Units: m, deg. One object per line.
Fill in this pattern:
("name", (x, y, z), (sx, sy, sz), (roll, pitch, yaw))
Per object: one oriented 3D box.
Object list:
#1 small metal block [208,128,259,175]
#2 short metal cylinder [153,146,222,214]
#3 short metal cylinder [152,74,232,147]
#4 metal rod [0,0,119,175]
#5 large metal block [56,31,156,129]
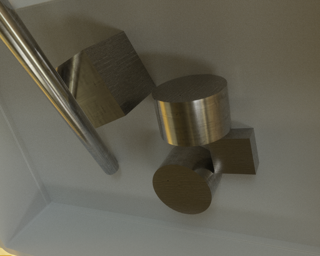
("small metal block", (0.090, 0.028, 0.378), (0.050, 0.025, 0.050), (-3, 117, 29))
("short metal cylinder", (0.037, 0.068, 0.414), (0.080, 0.050, 0.079), (13, 124, 20))
("short metal cylinder", (0.035, -0.022, 0.340), (0.080, 0.080, 0.050), (2, 119, 27))
("metal rod", (-0.109, -0.022, 0.370), (0.025, 0.025, 0.299), (11, 149, 22))
("large metal block", (-0.059, -0.058, 0.367), (0.050, 0.080, 0.080), (-20, 108, 35))
